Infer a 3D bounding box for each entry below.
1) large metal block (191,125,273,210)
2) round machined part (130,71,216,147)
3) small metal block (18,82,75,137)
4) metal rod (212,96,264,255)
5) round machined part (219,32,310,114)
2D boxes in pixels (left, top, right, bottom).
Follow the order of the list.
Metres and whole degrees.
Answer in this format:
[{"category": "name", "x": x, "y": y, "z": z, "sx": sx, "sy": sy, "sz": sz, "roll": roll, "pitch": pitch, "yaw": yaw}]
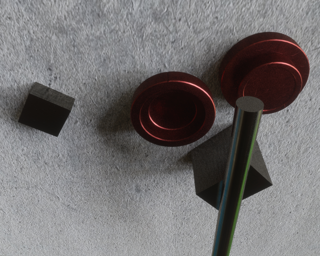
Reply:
[{"category": "large metal block", "x": 0.092, "y": 0.051, "z": 0.416, "sx": 0.080, "sy": 0.080, "sz": 0.050, "roll": -35, "pitch": 122, "yaw": 26}, {"category": "round machined part", "x": 0.015, "y": -0.026, "z": 0.374, "sx": 0.099, "sy": 0.042, "sz": 0.097, "roll": 0, "pitch": 130, "yaw": 0}, {"category": "small metal block", "x": -0.141, "y": -0.022, "z": 0.387, "sx": 0.050, "sy": 0.025, "sz": 0.050, "roll": 24, "pitch": 126, "yaw": -20}, {"category": "metal rod", "x": 0.087, "y": 0.091, "z": 0.380, "sx": 0.025, "sy": 0.025, "sz": 0.298, "roll": -1, "pitch": 130, "yaw": 1}, {"category": "round machined part", "x": 0.119, "y": -0.054, "z": 0.351, "sx": 0.099, "sy": 0.042, "sz": 0.097, "roll": 0, "pitch": 130, "yaw": 0}]
